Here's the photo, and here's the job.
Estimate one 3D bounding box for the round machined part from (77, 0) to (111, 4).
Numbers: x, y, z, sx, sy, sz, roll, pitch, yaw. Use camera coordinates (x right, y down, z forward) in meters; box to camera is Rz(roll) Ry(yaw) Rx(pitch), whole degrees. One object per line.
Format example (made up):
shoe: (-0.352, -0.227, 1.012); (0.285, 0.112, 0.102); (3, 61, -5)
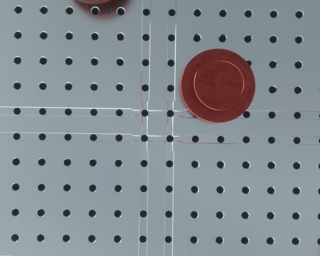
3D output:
round machined part: (-0.086, -0.210, 0.404); (0.099, 0.042, 0.097); (0, 90, 0)

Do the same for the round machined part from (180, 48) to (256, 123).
round machined part: (0.076, -0.056, 0.405); (0.099, 0.042, 0.097); (0, 90, 0)
